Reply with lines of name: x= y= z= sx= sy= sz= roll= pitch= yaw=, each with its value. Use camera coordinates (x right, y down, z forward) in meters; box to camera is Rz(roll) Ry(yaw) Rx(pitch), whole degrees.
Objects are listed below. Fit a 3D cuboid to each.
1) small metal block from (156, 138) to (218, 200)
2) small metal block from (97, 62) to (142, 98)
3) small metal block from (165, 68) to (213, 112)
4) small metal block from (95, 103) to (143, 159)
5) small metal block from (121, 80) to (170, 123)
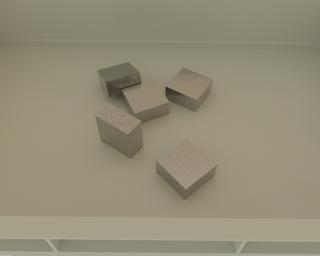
small metal block: x=0.031 y=0.047 z=0.366 sx=0.050 sy=0.025 sz=0.050 roll=-33 pitch=58 yaw=-25
small metal block: x=-0.060 y=-0.072 z=0.455 sx=0.050 sy=0.025 sz=0.050 roll=-19 pitch=34 yaw=-16
small metal block: x=0.043 y=-0.057 z=0.453 sx=0.050 sy=0.025 sz=0.050 roll=26 pitch=54 yaw=20
small metal block: x=-0.049 y=0.004 z=0.385 sx=0.050 sy=0.050 sz=0.025 roll=28 pitch=56 yaw=21
small metal block: x=-0.021 y=-0.037 z=0.436 sx=0.050 sy=0.025 sz=0.050 roll=-20 pitch=53 yaw=-16
